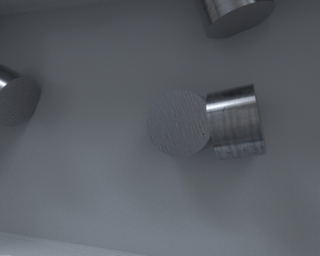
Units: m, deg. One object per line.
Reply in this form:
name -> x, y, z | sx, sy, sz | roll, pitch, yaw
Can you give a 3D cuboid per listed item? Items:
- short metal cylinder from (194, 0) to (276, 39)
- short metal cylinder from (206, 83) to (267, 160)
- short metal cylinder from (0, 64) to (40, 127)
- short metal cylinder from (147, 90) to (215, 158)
short metal cylinder -> 0.082, -0.144, 0.352 | 0.080, 0.080, 0.050 | -20, 84, 18
short metal cylinder -> 0.087, -0.006, 0.350 | 0.050, 0.080, 0.080 | -11, 87, 19
short metal cylinder -> -0.229, -0.048, 0.460 | 0.050, 0.080, 0.080 | 26, 99, 18
short metal cylinder -> 0.030, -0.005, 0.386 | 0.080, 0.050, 0.079 | 0, 90, 19
